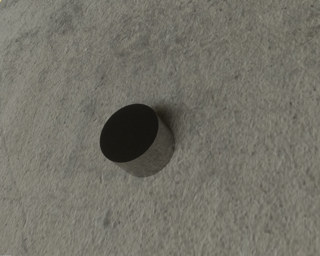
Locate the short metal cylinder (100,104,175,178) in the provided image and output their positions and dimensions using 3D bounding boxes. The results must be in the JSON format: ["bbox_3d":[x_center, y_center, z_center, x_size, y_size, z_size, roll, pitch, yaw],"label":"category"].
[{"bbox_3d":[-0.028,0.016,0.391,0.080,0.050,0.080,-13,56,20],"label":"short metal cylinder"}]
